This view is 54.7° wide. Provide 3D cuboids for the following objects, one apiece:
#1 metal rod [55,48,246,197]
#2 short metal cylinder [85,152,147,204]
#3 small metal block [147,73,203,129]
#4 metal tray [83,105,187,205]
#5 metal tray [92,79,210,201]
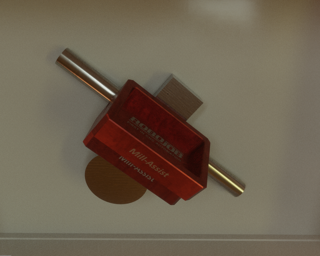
[{"bbox_3d":[-0.003,0.000,0.411,0.301,0.025,0.025,37,106,-13],"label":"metal rod"},{"bbox_3d":[-0.052,0.053,0.409,0.080,0.050,0.079,2,117,4],"label":"short metal cylinder"},{"bbox_3d":[0.019,-0.033,0.398,0.050,0.025,0.050,39,105,-14],"label":"small metal block"},{"bbox_3d":[-0.025,0.029,0.386,0.130,0.090,0.030,37,106,-13],"label":"metal tray"},{"bbox_3d":[-0.002,0.011,0.352,0.130,0.090,0.030,37,123,-13],"label":"metal tray"}]
